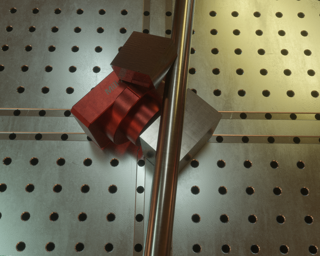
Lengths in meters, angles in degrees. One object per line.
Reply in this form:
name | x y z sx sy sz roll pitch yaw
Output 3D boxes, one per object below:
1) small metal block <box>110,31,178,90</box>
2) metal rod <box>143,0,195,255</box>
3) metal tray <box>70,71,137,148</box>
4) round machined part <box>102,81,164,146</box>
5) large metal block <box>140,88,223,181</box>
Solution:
small metal block | -0.017 -0.074 0.335 0.050 0.025 0.050 20 68 26
metal rod | 0.014 -0.021 0.334 0.025 0.025 0.299 7 70 2
metal tray | -0.044 -0.040 0.391 0.030 0.090 0.130 41 75 13
round machined part | -0.021 -0.016 0.383 0.042 0.098 0.098 41 75 13
large metal block | 0.024 0.011 0.376 0.050 0.080 0.080 41 75 13
